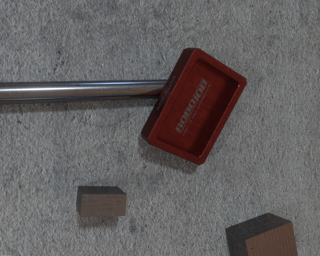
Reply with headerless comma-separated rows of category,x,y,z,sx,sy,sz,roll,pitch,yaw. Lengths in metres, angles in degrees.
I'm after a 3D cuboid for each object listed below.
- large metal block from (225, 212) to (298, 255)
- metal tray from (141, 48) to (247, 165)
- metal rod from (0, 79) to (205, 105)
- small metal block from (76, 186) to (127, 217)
large metal block,0.150,0.180,0.453,0.081,0.050,0.079,-13,95,-20
metal tray,0.044,-0.026,0.403,0.090,0.030,0.129,25,95,-26
metal rod,-0.085,-0.045,0.378,0.303,0.025,0.025,-4,92,-20
small metal block,-0.071,0.087,0.370,0.050,0.050,0.025,5,89,-20
